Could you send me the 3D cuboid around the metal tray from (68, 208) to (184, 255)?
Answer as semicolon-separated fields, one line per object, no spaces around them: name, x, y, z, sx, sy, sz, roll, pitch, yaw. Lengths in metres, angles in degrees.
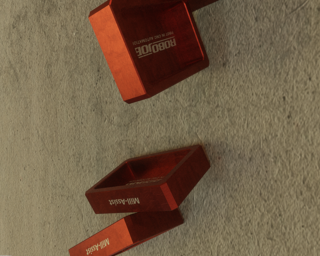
metal tray;-0.044;0.140;0.399;0.130;0.091;0.030;-38;67;33

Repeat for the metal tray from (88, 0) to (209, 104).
metal tray;-0.002;-0.088;0.322;0.030;0.131;0.090;-12;105;40

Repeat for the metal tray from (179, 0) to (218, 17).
metal tray;0.034;-0.210;0.373;0.090;0.030;0.129;-10;84;39

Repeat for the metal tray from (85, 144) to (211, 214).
metal tray;-0.016;0.062;0.372;0.130;0.091;0.030;-15;105;39
